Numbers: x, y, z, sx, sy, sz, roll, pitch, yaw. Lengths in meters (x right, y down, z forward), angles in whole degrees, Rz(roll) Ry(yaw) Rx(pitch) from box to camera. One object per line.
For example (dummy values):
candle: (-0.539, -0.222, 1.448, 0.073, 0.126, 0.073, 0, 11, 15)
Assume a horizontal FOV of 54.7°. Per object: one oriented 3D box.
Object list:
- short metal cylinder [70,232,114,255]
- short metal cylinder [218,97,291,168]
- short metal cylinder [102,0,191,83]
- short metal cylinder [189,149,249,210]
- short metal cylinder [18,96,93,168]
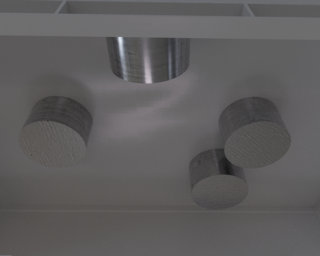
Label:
short metal cylinder: (-0.133, 0.246, 0.603, 0.081, 0.050, 0.079, 0, 130, 0)
short metal cylinder: (0.119, 0.007, 0.399, 0.081, 0.050, 0.079, 0, 130, 0)
short metal cylinder: (-0.011, -0.086, 0.300, 0.080, 0.080, 0.050, -2, 130, 1)
short metal cylinder: (0.085, 0.076, 0.458, 0.081, 0.050, 0.079, 0, 130, 0)
short metal cylinder: (-0.131, 0.006, 0.396, 0.081, 0.050, 0.079, 0, 130, 0)
